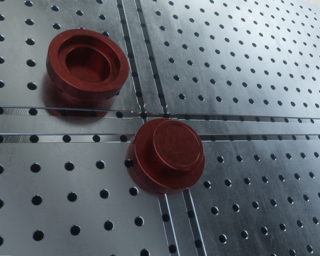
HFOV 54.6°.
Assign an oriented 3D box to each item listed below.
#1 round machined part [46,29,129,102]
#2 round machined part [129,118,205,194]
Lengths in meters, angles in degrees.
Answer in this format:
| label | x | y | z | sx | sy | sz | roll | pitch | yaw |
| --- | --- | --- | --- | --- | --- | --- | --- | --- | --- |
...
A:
| label | x | y | z | sx | sy | sz | roll | pitch | yaw |
| --- | --- | --- | --- | --- | --- | --- | --- | --- | --- |
| round machined part | -0.093 | -0.074 | 0.392 | 0.099 | 0.042 | 0.098 | 13 | 56 | -21 |
| round machined part | 0.015 | 0.029 | 0.387 | 0.099 | 0.042 | 0.098 | 13 | 56 | -21 |
